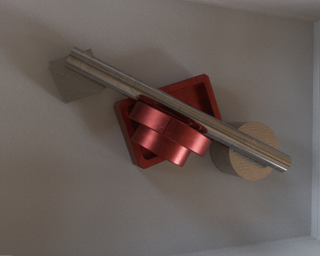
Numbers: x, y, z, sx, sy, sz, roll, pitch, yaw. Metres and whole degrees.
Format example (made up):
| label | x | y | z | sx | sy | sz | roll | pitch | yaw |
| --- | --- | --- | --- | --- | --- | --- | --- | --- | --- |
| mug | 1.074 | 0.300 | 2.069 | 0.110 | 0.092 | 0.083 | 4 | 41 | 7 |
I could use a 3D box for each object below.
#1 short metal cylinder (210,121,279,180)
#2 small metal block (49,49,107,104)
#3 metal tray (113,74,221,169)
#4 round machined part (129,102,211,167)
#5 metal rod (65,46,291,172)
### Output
| label | x | y | z | sx | sy | sz | roll | pitch | yaw |
| --- | --- | --- | --- | --- | --- | --- | --- | --- | --- |
| short metal cylinder | 0.119 | 0.031 | 0.441 | 0.081 | 0.050 | 0.079 | 0 | 90 | -21 |
| small metal block | -0.099 | -0.062 | 0.373 | 0.050 | 0.025 | 0.050 | -23 | 98 | -19 |
| metal tray | 0.015 | -0.011 | 0.412 | 0.131 | 0.030 | 0.090 | -20 | 97 | -19 |
| round machined part | 0.006 | 0.011 | 0.360 | 0.098 | 0.098 | 0.042 | 29 | 88 | -18 |
| metal rod | 0.032 | -0.016 | 0.378 | 0.301 | 0.025 | 0.025 | 26 | 81 | -12 |
